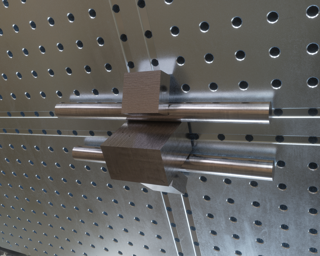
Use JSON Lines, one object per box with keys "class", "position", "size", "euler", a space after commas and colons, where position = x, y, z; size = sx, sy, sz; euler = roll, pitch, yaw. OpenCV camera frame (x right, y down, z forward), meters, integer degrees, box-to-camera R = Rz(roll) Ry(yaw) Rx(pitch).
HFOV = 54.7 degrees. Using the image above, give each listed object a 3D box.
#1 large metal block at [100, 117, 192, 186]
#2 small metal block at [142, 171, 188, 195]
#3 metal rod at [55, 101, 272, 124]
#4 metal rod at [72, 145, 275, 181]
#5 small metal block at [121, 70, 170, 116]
{"class": "large metal block", "position": [-0.014, 0.025, 0.392], "size": [0.080, 0.080, 0.050], "euler": [2, 119, 27]}
{"class": "small metal block", "position": [0.005, 0.072, 0.433], "size": [0.050, 0.025, 0.050], "euler": [3, 157, 26]}
{"class": "metal rod", "position": [-0.015, -0.022, 0.400], "size": [0.301, 0.025, 0.025], "euler": [2, 120, 27]}
{"class": "metal rod", "position": [0.000, 0.045, 0.434], "size": [0.301, 0.025, 0.025], "euler": [2, 120, 27]}
{"class": "small metal block", "position": [-0.017, -0.041, 0.375], "size": [0.050, 0.025, 0.050], "euler": [1, 84, 27]}
